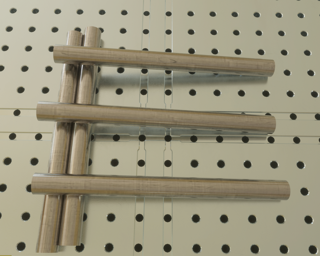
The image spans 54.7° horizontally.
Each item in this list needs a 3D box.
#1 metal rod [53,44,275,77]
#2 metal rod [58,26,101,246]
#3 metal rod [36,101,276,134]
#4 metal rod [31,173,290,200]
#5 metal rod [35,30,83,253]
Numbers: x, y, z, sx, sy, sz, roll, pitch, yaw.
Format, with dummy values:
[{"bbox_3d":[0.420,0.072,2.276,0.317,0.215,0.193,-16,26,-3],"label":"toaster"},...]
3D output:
[{"bbox_3d":[0.010,-0.093,0.430,0.302,0.025,0.025,3,70,-6],"label":"metal rod"},{"bbox_3d":[-0.103,-0.004,0.411,0.025,0.025,0.299,1,70,0],"label":"metal rod"},{"bbox_3d":[0.000,-0.013,0.400,0.302,0.025,0.025,3,70,-6],"label":"metal rod"},{"bbox_3d":[0.006,0.071,0.371,0.302,0.025,0.025,3,70,-6],"label":"metal rod"},{"bbox_3d":[-0.128,0.003,0.408,0.025,0.025,0.299,1,70,0],"label":"metal rod"}]
